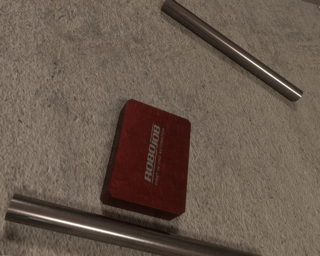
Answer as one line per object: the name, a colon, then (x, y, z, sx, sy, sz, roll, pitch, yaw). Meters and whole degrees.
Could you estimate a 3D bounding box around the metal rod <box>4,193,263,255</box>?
metal rod: (-0.003, 0.121, 0.329, 0.302, 0.025, 0.025, 20, 54, -17)

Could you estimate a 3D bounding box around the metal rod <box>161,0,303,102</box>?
metal rod: (0.134, -0.140, 0.564, 0.301, 0.025, 0.025, 33, 51, -7)

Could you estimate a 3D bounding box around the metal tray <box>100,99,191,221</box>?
metal tray: (-0.012, 0.036, 0.374, 0.091, 0.030, 0.130, 20, 54, -17)
